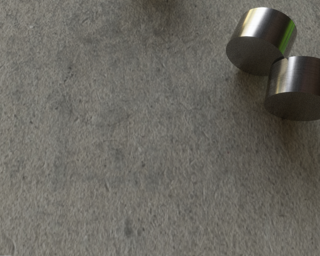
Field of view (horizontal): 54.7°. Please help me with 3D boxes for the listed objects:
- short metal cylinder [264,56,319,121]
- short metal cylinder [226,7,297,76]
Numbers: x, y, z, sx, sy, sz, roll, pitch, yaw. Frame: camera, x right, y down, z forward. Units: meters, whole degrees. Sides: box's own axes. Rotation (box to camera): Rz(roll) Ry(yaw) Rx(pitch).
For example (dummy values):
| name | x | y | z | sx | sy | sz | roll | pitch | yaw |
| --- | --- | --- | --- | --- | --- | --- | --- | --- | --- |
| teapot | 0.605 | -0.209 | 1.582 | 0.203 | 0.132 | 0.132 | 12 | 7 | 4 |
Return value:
| name | x | y | z | sx | sy | sz | roll | pitch | yaw |
| --- | --- | --- | --- | --- | --- | --- | --- | --- | --- |
| short metal cylinder | 0.179 | -0.048 | 0.399 | 0.080 | 0.080 | 0.050 | 14 | 71 | 5 |
| short metal cylinder | 0.138 | -0.115 | 0.423 | 0.080 | 0.080 | 0.050 | 25 | 72 | 8 |
